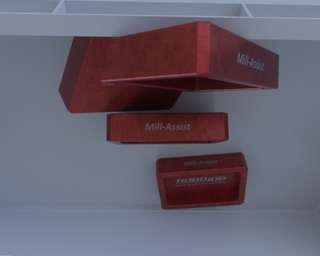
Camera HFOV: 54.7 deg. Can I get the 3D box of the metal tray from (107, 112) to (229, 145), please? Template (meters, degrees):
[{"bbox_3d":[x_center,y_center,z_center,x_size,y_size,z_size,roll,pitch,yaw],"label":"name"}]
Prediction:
[{"bbox_3d":[0.008,0.003,0.372,0.131,0.030,0.090,-1,175,0],"label":"metal tray"}]

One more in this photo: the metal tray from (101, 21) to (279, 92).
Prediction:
[{"bbox_3d":[0.030,-0.049,0.248,0.090,0.131,0.030,3,94,38],"label":"metal tray"}]

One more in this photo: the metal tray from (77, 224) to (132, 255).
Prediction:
[{"bbox_3d":[-0.104,0.238,0.610,0.091,0.030,0.129,-2,130,1],"label":"metal tray"}]

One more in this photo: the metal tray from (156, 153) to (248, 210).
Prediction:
[{"bbox_3d":[0.064,0.084,0.478,0.131,0.030,0.089,-5,130,3],"label":"metal tray"}]

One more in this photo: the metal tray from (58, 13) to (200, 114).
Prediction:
[{"bbox_3d":[-0.026,-0.059,0.314,0.131,0.030,0.089,-5,139,-38],"label":"metal tray"}]
